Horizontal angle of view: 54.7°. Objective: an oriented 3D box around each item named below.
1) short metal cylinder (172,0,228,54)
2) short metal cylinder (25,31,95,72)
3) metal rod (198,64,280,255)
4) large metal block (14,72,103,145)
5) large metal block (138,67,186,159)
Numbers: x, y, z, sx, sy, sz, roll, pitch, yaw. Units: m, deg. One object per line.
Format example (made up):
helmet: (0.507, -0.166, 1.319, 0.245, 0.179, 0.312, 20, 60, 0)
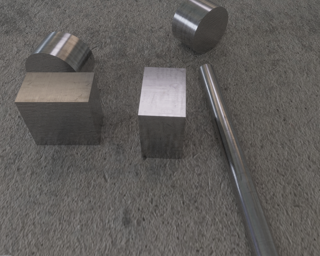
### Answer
short metal cylinder: (0.066, -0.171, 0.512, 0.080, 0.080, 0.050, -33, 58, -25)
short metal cylinder: (-0.140, -0.088, 0.441, 0.080, 0.080, 0.050, 10, 51, 8)
metal rod: (0.088, 0.025, 0.382, 0.025, 0.025, 0.300, -5, 50, -4)
large metal block: (-0.119, -0.022, 0.385, 0.081, 0.080, 0.050, 0, 50, 0)
large metal block: (0.004, -0.018, 0.383, 0.050, 0.080, 0.080, 2, 50, 2)
